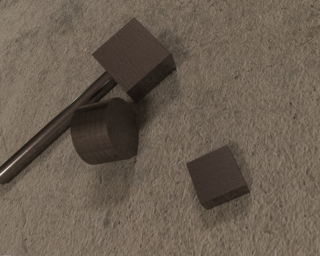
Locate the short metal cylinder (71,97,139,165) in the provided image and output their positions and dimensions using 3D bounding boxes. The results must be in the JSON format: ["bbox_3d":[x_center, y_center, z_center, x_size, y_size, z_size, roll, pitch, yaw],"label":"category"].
[{"bbox_3d":[-0.069,0.005,0.400,0.050,0.080,0.080,-12,57,22],"label":"short metal cylinder"}]

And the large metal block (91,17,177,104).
[{"bbox_3d":[-0.036,-0.096,0.448,0.080,0.050,0.080,-42,73,-1],"label":"large metal block"}]

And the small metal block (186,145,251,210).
[{"bbox_3d":[0.063,0.054,0.337,0.050,0.025,0.050,-26,53,11],"label":"small metal block"}]

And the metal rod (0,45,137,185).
[{"bbox_3d":[-0.142,-0.022,0.489,0.300,0.025,0.025,-43,51,-2],"label":"metal rod"}]
